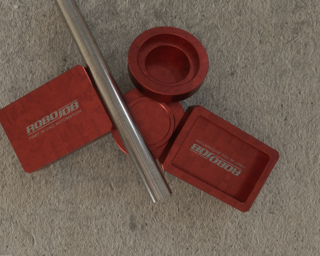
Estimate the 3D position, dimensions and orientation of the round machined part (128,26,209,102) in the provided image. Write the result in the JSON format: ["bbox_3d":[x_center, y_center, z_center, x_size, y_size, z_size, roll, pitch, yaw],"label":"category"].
[{"bbox_3d":[0.008,-0.076,0.392,0.099,0.042,0.098,3,68,-6],"label":"round machined part"}]

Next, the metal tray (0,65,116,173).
[{"bbox_3d":[-0.130,-0.010,0.397,0.130,0.030,0.090,-28,87,8],"label":"metal tray"}]

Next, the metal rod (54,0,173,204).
[{"bbox_3d":[-0.064,-0.051,0.377,0.025,0.025,0.299,-27,77,0],"label":"metal rod"}]

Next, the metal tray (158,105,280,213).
[{"bbox_3d":[0.075,0.039,0.398,0.131,0.030,0.090,29,90,-11],"label":"metal tray"}]

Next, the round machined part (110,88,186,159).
[{"bbox_3d":[-0.015,-0.007,0.403,0.099,0.042,0.097,0,90,0],"label":"round machined part"}]
